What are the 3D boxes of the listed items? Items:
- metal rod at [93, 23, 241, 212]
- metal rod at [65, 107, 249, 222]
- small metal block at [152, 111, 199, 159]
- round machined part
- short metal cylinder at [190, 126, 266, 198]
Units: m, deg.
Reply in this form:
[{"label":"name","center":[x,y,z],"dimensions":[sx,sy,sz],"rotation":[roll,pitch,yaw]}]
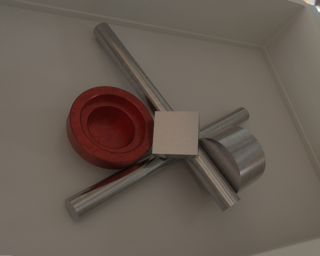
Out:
[{"label":"metal rod","center":[-0.002,-0.027,0.398],"dimensions":[0.025,0.025,0.299],"rotation":[-21,66,-36]},{"label":"metal rod","center":[0.021,0.030,0.398],"dimensions":[0.302,0.025,0.025],"rotation":[-25,76,-37]},{"label":"small metal block","center":[0.020,0.008,0.358],"dimensions":[0.050,0.025,0.050],"rotation":[1,74,10]},{"label":"round machined part","center":[-0.059,0.003,0.361],"dimensions":[0.099,0.042,0.098],"rotation":[14,56,-21]},{"label":"short metal cylinder","center":[0.083,0.042,0.389],"dimensions":[0.050,0.080,0.080],"rotation":[-22,74,-36]}]
